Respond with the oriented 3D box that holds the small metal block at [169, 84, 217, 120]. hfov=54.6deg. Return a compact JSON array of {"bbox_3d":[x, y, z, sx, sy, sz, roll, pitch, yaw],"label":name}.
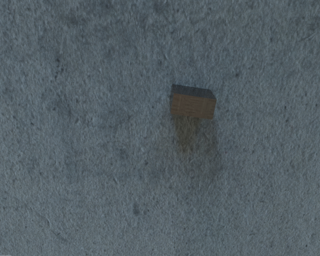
[{"bbox_3d":[0.039,-0.033,0.384,0.050,0.050,0.025,8,110,-3],"label":"small metal block"}]
